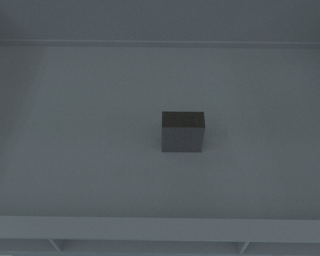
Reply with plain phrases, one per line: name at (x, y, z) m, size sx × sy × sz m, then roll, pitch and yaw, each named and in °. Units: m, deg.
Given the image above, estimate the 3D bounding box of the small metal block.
small metal block at (0.028, 0.006, 0.384) m, size 0.050 × 0.050 × 0.025 m, roll 0°, pitch 50°, yaw 0°
